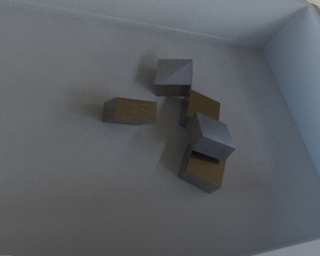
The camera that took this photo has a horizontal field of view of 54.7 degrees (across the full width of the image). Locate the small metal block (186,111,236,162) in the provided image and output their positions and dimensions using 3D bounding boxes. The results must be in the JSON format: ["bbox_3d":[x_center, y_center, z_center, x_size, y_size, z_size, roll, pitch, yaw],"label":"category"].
[{"bbox_3d":[0.065,0.011,0.404,0.050,0.025,0.050,21,34,-22],"label":"small metal block"}]

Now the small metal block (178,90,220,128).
[{"bbox_3d":[0.058,-0.021,0.449,0.050,0.025,0.050,23,53,-14],"label":"small metal block"}]

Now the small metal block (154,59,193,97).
[{"bbox_3d":[0.021,-0.073,0.447,0.050,0.025,0.050,2,56,9],"label":"small metal block"}]

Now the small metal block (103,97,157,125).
[{"bbox_3d":[-0.038,-0.019,0.377,0.050,0.050,0.025,4,85,-26],"label":"small metal block"}]

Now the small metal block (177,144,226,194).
[{"bbox_3d":[0.056,0.050,0.405,0.050,0.025,0.050,29,52,-10],"label":"small metal block"}]
